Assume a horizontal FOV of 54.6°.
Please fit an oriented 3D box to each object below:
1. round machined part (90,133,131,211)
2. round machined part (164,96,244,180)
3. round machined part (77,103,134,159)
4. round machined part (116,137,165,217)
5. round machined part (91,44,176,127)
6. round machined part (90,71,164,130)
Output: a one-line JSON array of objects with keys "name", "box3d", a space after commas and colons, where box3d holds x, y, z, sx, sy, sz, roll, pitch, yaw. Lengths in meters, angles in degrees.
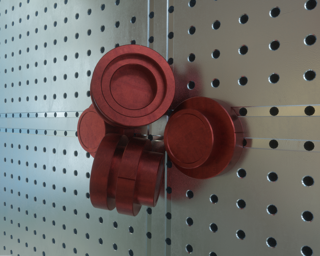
[{"name": "round machined part", "box3d": [-0.052, 0.057, 0.400, 0.042, 0.098, 0.097, 8, 96, 8]}, {"name": "round machined part", "box3d": [0.043, 0.012, 0.364, 0.098, 0.042, 0.097, 0, 90, 40]}, {"name": "round machined part", "box3d": [-0.089, 0.003, 0.473, 0.098, 0.042, 0.097, 0, 90, 40]}, {"name": "round machined part", "box3d": [-0.021, 0.062, 0.392, 0.042, 0.098, 0.097, 9, 97, 8]}, {"name": "round machined part", "box3d": [-0.033, -0.049, 0.381, 0.042, 0.099, 0.098, 157, 109, -79]}, {"name": "round machined part", "box3d": [-0.042, -0.046, 0.412, 0.042, 0.099, 0.098, 157, 109, -79]}]
